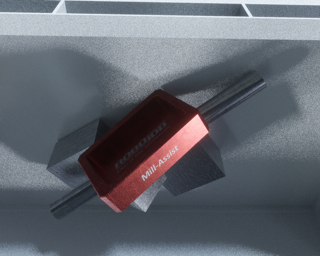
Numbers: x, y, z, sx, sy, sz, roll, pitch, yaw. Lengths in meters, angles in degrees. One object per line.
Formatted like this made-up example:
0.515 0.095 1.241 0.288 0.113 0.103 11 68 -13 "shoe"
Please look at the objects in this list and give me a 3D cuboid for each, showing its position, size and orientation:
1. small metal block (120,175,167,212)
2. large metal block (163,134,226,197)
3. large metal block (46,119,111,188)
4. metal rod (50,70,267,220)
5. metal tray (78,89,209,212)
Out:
-0.028 0.071 0.387 0.050 0.050 0.025 6 143 46 "small metal block"
0.032 0.040 0.426 0.080 0.050 0.080 -27 126 20 "large metal block"
-0.091 0.046 0.426 0.080 0.050 0.080 -27 126 20 "large metal block"
-0.007 0.024 0.379 0.300 0.025 0.025 -33 124 7 "metal rod"
-0.022 0.019 0.345 0.130 0.090 0.030 -42 126 -8 "metal tray"
